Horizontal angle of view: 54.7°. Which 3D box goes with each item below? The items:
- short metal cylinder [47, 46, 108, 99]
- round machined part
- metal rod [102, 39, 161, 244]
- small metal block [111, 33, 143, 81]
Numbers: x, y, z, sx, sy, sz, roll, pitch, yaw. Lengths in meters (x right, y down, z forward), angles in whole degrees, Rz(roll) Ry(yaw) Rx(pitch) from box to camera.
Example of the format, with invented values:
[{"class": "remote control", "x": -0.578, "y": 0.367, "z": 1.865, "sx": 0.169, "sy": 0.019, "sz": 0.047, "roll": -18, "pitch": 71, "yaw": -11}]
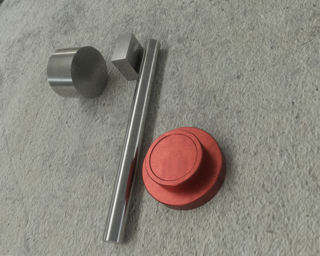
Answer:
[{"class": "short metal cylinder", "x": -0.129, "y": -0.087, "z": 0.490, "sx": 0.050, "sy": 0.080, "sz": 0.080, "roll": 5, "pitch": 64, "yaw": 30}, {"class": "round machined part", "x": 0.023, "y": 0.041, "z": 0.356, "sx": 0.098, "sy": 0.042, "sz": 0.098, "roll": -13, "pitch": 56, "yaw": 21}, {"class": "metal rod", "x": -0.032, "y": -0.001, "z": 0.421, "sx": 0.025, "sy": 0.025, "sz": 0.299, "roll": -5, "pitch": 59, "yaw": 25}, {"class": "small metal block", "x": -0.046, "y": -0.109, "z": 0.479, "sx": 0.025, "sy": 0.050, "sz": 0.050, "roll": -4, "pitch": 60, "yaw": 26}]
